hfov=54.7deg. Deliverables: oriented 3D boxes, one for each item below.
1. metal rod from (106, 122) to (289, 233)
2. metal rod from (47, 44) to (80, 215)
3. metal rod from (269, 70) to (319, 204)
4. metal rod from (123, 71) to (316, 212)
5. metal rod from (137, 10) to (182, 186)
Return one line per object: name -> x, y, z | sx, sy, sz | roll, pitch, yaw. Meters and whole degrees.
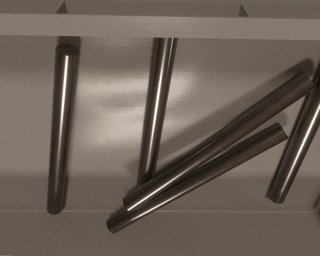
metal rod -> 0.044, 0.080, 0.456 | 0.300, 0.025, 0.025 | -32, 124, 16
metal rod -> -0.139, 0.025, 0.428 | 0.025, 0.025, 0.298 | 11, 129, -10
metal rod -> 0.196, 0.001, 0.412 | 0.025, 0.025, 0.298 | 1, 130, -1
metal rod -> 0.064, 0.029, 0.415 | 0.299, 0.025, 0.025 | -38, 121, 20
metal rod -> -0.009, -0.002, 0.407 | 0.025, 0.025, 0.298 | 5, 130, -5
